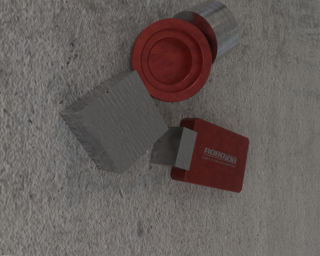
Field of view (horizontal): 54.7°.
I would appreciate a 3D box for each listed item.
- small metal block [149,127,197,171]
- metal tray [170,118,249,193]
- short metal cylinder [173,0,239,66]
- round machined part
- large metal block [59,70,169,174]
[{"bbox_3d":[0.017,0.026,0.402,0.025,0.050,0.050,22,76,-38],"label":"small metal block"},{"bbox_3d":[0.080,0.044,0.468,0.131,0.030,0.090,19,78,-38],"label":"metal tray"},{"bbox_3d":[0.057,-0.123,0.416,0.050,0.080,0.080,-38,113,-34],"label":"short metal cylinder"},{"bbox_3d":[0.010,-0.083,0.385,0.099,0.042,0.097,-3,101,-14],"label":"round machined part"},{"bbox_3d":[-0.049,-0.007,0.347,0.080,0.050,0.080,-44,116,-31],"label":"large metal block"}]
